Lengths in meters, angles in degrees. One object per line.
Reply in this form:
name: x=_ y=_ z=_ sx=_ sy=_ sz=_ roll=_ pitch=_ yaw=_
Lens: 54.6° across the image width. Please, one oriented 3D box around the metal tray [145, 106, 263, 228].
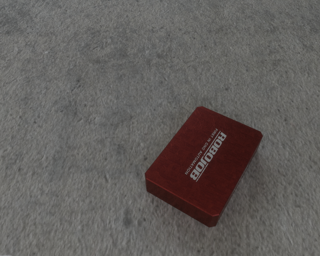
metal tray: x=0.054 y=0.039 z=0.368 sx=0.090 sy=0.030 sz=0.130 roll=26 pitch=55 yaw=20
